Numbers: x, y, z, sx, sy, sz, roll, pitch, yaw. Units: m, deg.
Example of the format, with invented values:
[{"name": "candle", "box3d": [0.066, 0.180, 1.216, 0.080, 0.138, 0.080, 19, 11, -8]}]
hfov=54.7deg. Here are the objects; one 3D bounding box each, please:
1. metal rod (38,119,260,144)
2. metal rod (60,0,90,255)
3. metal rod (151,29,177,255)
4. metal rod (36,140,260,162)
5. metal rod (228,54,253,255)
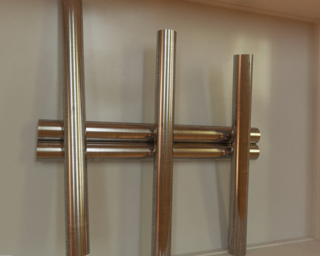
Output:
[{"name": "metal rod", "box3d": [0.001, 0.007, 0.411, 0.303, 0.025, 0.025, 2, 90, -21]}, {"name": "metal rod", "box3d": [-0.096, -0.014, 0.348, 0.025, 0.025, 0.298, -1, 82, -20]}, {"name": "metal rod", "box3d": [0.005, 0.030, 0.386, 0.025, 0.025, 0.298, 2, 90, -20]}, {"name": "metal rod", "box3d": [-0.001, 0.031, 0.410, 0.303, 0.025, 0.025, 2, 90, -21]}, {"name": "metal rod", "box3d": [0.110, 0.052, 0.428, 0.025, 0.025, 0.298, -4, 100, -20]}]
